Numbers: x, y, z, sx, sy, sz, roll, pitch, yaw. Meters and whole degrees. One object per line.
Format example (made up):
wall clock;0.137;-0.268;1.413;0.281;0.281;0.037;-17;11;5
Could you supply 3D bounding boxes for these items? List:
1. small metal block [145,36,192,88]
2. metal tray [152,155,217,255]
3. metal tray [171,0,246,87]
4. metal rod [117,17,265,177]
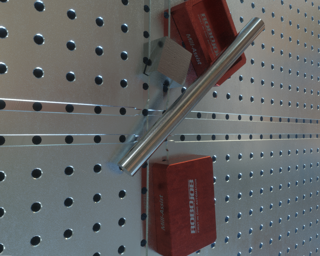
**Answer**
small metal block;0.013;-0.088;0.422;0.050;0.025;0.050;24;75;-38
metal tray;0.037;0.108;0.440;0.091;0.030;0.129;-6;94;-40
metal tray;0.079;-0.139;0.473;0.090;0.030;0.129;-40;115;-33
metal rod;0.053;-0.054;0.425;0.301;0.025;0.025;-48;119;-19
